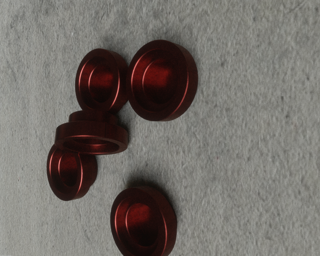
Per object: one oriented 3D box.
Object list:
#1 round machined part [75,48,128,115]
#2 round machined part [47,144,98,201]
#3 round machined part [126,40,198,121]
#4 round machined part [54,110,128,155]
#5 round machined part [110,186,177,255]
[{"bbox_3d":[-0.078,-0.064,0.456,0.098,0.042,0.097,0,90,39],"label":"round machined part"},{"bbox_3d":[-0.140,0.066,0.506,0.098,0.042,0.097,0,90,39],"label":"round machined part"},{"bbox_3d":[0.007,-0.057,0.387,0.098,0.042,0.097,0,90,39],"label":"round machined part"},{"bbox_3d":[-0.094,0.006,0.435,0.098,0.099,0.042,-16,65,38],"label":"round machined part"},{"bbox_3d":[-0.017,0.124,0.406,0.098,0.042,0.097,0,90,39],"label":"round machined part"}]
